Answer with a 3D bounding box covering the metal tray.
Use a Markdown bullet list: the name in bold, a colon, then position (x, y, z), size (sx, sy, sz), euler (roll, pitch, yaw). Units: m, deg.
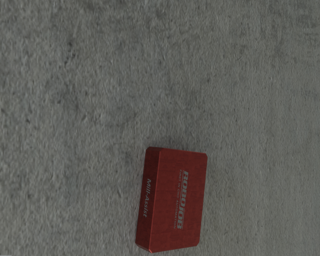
- **metal tray**: position (0.018, 0.094, 0.419), size (0.091, 0.030, 0.129), euler (11, 83, -40)
